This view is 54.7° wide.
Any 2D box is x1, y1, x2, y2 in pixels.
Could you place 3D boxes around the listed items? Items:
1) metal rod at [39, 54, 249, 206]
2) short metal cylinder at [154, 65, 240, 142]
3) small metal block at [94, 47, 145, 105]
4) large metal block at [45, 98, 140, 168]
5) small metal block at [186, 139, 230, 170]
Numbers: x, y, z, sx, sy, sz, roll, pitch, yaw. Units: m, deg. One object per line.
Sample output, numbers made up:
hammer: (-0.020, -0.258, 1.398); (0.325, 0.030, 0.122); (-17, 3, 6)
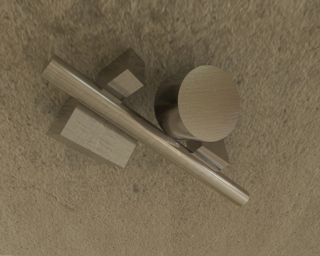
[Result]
metal rod: (0.003, 0.018, 0.359); (0.301, 0.025, 0.025); (36, 121, -27)
short metal cylinder: (0.041, -0.025, 0.344); (0.080, 0.080, 0.050); (32, 164, -24)
small metal block: (-0.044, -0.056, 0.345); (0.050, 0.050, 0.025); (-31, 124, 23)
large metal block: (-0.081, 0.005, 0.372); (0.080, 0.050, 0.080); (33, 163, -26)
small metal block: (0.062, 0.025, 0.411); (0.050, 0.050, 0.025); (33, 122, -25)
